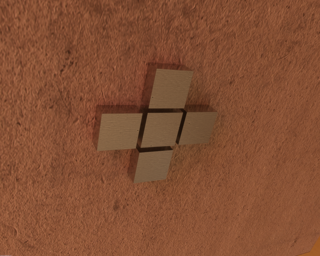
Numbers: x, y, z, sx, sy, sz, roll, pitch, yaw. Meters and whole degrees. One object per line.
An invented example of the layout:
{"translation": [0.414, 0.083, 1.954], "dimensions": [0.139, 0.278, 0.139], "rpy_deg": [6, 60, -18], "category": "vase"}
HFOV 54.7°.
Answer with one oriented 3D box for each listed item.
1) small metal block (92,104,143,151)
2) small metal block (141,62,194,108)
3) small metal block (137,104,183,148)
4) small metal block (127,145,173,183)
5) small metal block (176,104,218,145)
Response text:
{"translation": [-0.053, -0.001, 0.380], "dimensions": [0.050, 0.025, 0.050], "rpy_deg": [-2, 119, -28], "category": "small metal block"}
{"translation": [0.008, -0.052, 0.382], "dimensions": [0.050, 0.025, 0.050], "rpy_deg": [-2, 119, -28], "category": "small metal block"}
{"translation": [-0.003, -0.003, 0.407], "dimensions": [0.050, 0.025, 0.050], "rpy_deg": [-2, 119, -28], "category": "small metal block"}
{"translation": [-0.014, 0.047, 0.431], "dimensions": [0.050, 0.025, 0.050], "rpy_deg": [-2, 120, -28], "category": "small metal block"}
{"translation": [0.047, -0.005, 0.433], "dimensions": [0.050, 0.025, 0.050], "rpy_deg": [-2, 119, -28], "category": "small metal block"}
